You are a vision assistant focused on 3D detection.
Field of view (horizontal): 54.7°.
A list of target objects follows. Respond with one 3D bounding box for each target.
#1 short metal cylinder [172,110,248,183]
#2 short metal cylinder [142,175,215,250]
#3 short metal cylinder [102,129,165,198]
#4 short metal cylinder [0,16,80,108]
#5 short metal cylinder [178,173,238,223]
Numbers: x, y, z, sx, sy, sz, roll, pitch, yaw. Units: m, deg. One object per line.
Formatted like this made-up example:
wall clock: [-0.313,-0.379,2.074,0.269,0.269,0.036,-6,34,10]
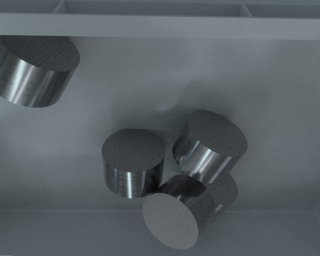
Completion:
short metal cylinder: [0.062,0.023,0.393,0.081,0.080,0.050,16,128,-14]
short metal cylinder: [0.025,0.108,0.403,0.080,0.050,0.079,14,116,30]
short metal cylinder: [-0.035,0.046,0.411,0.081,0.080,0.050,2,130,-3]
short metal cylinder: [-0.130,-0.067,0.314,0.080,0.080,0.050,26,125,-21]
short metal cylinder: [0.065,0.091,0.452,0.080,0.080,0.050,20,127,-16]
